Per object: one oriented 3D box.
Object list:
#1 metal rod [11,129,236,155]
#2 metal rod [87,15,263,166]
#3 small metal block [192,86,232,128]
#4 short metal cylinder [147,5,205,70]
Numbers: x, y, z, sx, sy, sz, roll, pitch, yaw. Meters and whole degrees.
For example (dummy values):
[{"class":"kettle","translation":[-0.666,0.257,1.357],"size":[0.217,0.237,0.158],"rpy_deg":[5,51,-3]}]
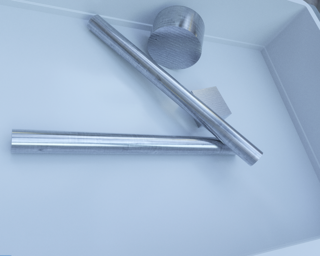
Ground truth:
[{"class":"metal rod","translation":[-0.017,0.020,0.385],"size":[0.303,0.025,0.025],"rpy_deg":[3,61,-27]},{"class":"metal rod","translation":[0.016,-0.056,0.430],"size":[0.300,0.025,0.025],"rpy_deg":[41,50,7]},{"class":"small metal block","translation":[0.072,-0.032,0.466],"size":[0.050,0.025,0.050],"rpy_deg":[-14,69,-34]},{"class":"short metal cylinder","translation":[0.025,-0.135,0.468],"size":[0.080,0.080,0.050],"rpy_deg":[23,53,-15]}]
